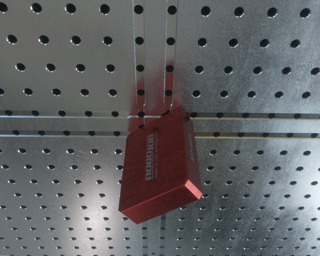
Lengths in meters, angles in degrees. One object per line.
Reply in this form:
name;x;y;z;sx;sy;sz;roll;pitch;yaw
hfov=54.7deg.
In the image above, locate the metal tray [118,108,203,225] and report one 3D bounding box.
metal tray;-0.001;0.041;0.378;0.090;0.130;0.030;-28;125;21
